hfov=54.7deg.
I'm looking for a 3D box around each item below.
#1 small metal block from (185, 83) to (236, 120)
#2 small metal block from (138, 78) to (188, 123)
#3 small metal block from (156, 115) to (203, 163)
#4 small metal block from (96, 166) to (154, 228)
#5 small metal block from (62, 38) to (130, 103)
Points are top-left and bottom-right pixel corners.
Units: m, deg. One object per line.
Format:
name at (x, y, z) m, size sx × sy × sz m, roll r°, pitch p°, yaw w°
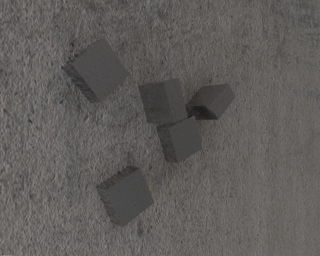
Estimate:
small metal block at (0.072, -0.037, 0.448) m, size 0.050 × 0.050 × 0.025 m, roll -48°, pitch 119°, yaw -29°
small metal block at (0.003, -0.033, 0.391) m, size 0.025 × 0.050 × 0.050 m, roll -22°, pitch 104°, yaw -38°
small metal block at (0.028, 0.014, 0.428) m, size 0.050 × 0.025 × 0.050 m, roll -25°, pitch 106°, yaw -37°
small metal block at (-0.041, 0.080, 0.370) m, size 0.050 × 0.025 × 0.050 m, roll -31°, pitch 110°, yaw -36°
small metal block at (-0.070, -0.064, 0.345) m, size 0.050 × 0.025 × 0.050 m, roll -50°, pitch 119°, yaw -28°
